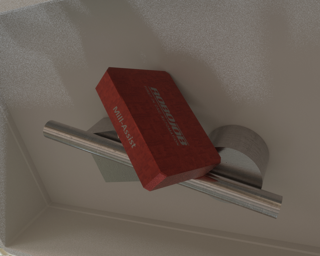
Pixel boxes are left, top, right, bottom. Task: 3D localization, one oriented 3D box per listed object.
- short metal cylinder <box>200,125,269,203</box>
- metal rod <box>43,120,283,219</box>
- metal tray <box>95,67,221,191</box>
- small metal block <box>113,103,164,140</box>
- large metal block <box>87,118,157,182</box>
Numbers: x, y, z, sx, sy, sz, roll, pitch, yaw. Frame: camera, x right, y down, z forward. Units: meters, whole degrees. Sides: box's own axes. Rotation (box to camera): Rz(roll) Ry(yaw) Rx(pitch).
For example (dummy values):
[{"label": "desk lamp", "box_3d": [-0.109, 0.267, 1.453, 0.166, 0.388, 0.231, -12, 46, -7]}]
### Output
[{"label": "short metal cylinder", "box_3d": [0.085, 0.044, 0.372, 0.080, 0.050, 0.079, 13, 124, 20]}, {"label": "metal rod", "box_3d": [-0.012, 0.043, 0.372, 0.301, 0.025, 0.025, 17, 125, 18]}, {"label": "metal tray", "box_3d": [-0.002, -0.005, 0.329, 0.030, 0.091, 0.130, -47, 61, 38]}, {"label": "small metal block", "box_3d": [-0.027, -0.016, 0.366, 0.050, 0.025, 0.050, -15, 77, 5]}, {"label": "large metal block", "box_3d": [-0.048, 0.027, 0.432, 0.080, 0.050, 0.080, -8, 115, 31]}]
